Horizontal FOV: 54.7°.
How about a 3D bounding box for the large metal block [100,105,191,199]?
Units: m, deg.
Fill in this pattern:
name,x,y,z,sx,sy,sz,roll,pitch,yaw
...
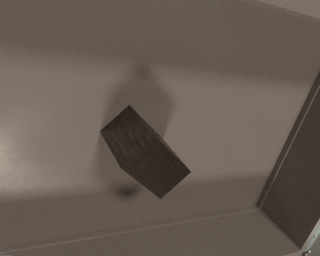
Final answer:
name,x,y,z,sx,sy,sz,roll,pitch,yaw
large metal block,-0.019,0.029,0.382,0.050,0.080,0.080,-43,130,1
